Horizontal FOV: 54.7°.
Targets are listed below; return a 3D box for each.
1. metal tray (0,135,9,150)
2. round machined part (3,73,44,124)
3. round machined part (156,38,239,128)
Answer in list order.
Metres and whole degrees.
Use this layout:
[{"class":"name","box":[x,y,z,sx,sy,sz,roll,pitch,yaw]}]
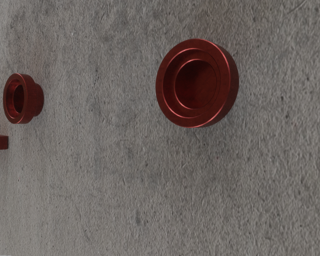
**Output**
[{"class":"metal tray","box":[-0.416,0.031,0.674,0.090,0.131,0.030,5,93,39]},{"class":"round machined part","box":[-0.265,-0.056,0.609,0.098,0.042,0.097,0,90,39]},{"class":"round machined part","box":[0.045,-0.049,0.355,0.098,0.042,0.097,0,90,39]}]
